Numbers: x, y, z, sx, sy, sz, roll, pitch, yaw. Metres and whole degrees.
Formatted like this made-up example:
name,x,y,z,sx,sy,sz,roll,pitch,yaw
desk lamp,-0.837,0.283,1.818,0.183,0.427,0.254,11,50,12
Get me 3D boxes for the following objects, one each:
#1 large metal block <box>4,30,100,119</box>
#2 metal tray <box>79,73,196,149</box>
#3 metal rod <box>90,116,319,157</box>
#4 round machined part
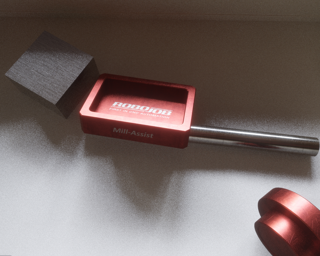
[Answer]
name,x,y,z,sx,sy,sz,roll,pitch,yaw
large metal block,-0.142,-0.072,0.421,0.080,0.050,0.080,30,73,10
metal tray,-0.024,-0.025,0.394,0.131,0.030,0.090,9,44,4
metal rod,0.052,0.008,0.407,0.302,0.025,0.025,6,70,2
round machined part,0.141,0.116,0.330,0.042,0.098,0.098,-34,74,-15
